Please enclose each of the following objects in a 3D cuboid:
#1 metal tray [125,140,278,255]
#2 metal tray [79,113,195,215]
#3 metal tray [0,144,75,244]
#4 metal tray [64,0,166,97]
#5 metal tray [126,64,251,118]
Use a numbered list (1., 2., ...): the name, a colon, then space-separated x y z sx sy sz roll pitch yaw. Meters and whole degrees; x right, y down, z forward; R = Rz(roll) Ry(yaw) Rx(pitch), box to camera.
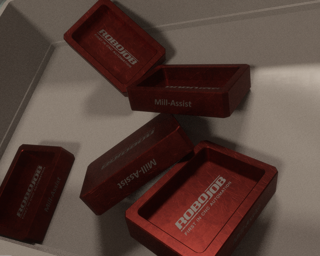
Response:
1. metal tray: 0.043 0.070 0.299 0.090 0.030 0.131 22 46 36
2. metal tray: -0.029 0.035 0.365 0.130 0.030 0.090 -35 17 4
3. metal tray: -0.186 0.089 0.442 0.090 0.030 0.130 2 62 28
4. metal tray: -0.067 -0.122 0.468 0.130 0.030 0.090 43 85 6
5. metal tray: 0.036 -0.050 0.385 0.130 0.030 0.090 6 32 30
